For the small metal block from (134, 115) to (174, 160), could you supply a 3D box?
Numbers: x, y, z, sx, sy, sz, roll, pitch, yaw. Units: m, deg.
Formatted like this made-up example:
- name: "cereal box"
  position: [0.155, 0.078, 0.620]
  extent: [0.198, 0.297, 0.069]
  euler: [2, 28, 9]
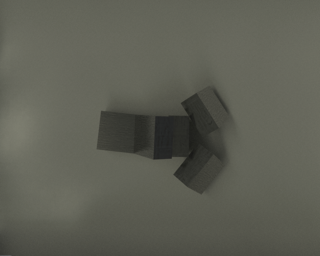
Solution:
- name: "small metal block"
  position: [-0.009, 0.010, 0.379]
  extent: [0.025, 0.050, 0.050]
  euler: [1, 93, -32]

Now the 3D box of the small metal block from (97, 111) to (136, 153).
- name: "small metal block"
  position: [-0.053, 0.005, 0.408]
  extent: [0.050, 0.025, 0.050]
  euler: [7, 90, -1]

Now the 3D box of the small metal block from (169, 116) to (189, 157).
- name: "small metal block"
  position: [0.022, 0.010, 0.398]
  extent: [0.025, 0.050, 0.050]
  euler: [1, 90, 0]

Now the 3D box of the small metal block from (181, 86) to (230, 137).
- name: "small metal block"
  position: [0.059, -0.022, 0.395]
  extent: [0.025, 0.050, 0.050]
  euler: [-32, 91, 32]

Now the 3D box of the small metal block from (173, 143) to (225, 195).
- name: "small metal block"
  position: [0.051, 0.053, 0.395]
  extent: [0.025, 0.050, 0.050]
  euler: [38, 89, 35]
